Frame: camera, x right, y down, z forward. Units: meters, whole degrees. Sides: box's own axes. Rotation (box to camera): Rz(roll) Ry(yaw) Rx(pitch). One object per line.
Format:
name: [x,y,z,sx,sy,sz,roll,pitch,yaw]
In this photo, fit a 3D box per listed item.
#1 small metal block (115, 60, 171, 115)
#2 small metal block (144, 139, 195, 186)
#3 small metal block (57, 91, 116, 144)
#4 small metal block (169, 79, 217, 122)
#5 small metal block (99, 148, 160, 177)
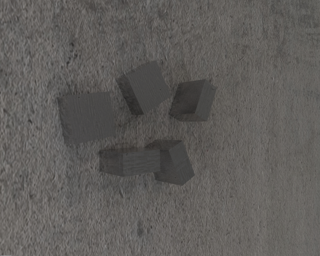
small metal block: [-0.020,-0.050,0.387,0.050,0.025,0.050,-37,113,-34]
small metal block: [0.011,0.043,0.398,0.025,0.050,0.050,-33,111,-35]
small metal block: [-0.079,-0.012,0.338,0.050,0.025,0.050,-12,98,-39]
small metal block: [0.045,-0.037,0.425,0.025,0.050,0.050,30,71,-36]
small metal block: [-0.035,0.038,0.359,0.050,0.050,0.025,-3,92,-40]
